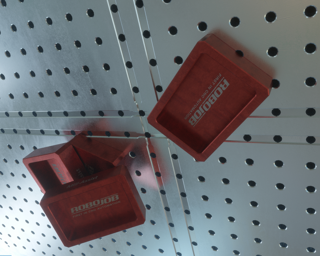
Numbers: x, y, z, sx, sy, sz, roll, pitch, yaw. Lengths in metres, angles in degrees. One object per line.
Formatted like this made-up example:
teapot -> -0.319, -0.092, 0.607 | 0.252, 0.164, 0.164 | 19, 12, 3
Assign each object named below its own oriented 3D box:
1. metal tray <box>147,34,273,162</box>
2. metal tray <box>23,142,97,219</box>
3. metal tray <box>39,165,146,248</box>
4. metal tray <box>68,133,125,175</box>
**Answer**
metal tray -> 0.052, -0.029, 0.361 | 0.090, 0.030, 0.129 | 38, 129, 2
metal tray -> -0.153, 0.091, 0.502 | 0.090, 0.030, 0.129 | -12, 113, 33
metal tray -> -0.097, 0.117, 0.460 | 0.131, 0.030, 0.090 | -19, 110, 5
metal tray -> -0.110, 0.081, 0.514 | 0.090, 0.030, 0.129 | 22, 127, 14
